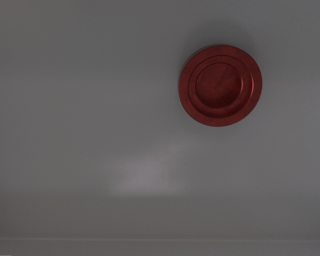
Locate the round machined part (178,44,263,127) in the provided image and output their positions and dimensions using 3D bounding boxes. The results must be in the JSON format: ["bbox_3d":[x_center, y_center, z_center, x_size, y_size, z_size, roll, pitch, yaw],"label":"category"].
[{"bbox_3d":[0.071,-0.054,0.383,0.099,0.042,0.097,0,110,0],"label":"round machined part"}]
